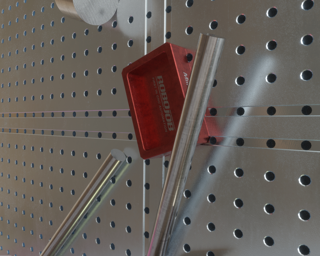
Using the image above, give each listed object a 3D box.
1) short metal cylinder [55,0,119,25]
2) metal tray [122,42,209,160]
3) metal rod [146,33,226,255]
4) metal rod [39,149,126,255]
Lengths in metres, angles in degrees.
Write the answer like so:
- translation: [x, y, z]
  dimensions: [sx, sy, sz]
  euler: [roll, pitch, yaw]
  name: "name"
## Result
- translation: [-0.109, -0.199, 0.460]
  dimensions: [0.050, 0.081, 0.079]
  euler: [28, 107, 36]
  name: "short metal cylinder"
- translation: [0.003, -0.032, 0.401]
  dimensions: [0.090, 0.030, 0.129]
  euler: [-22, 76, 37]
  name: "metal tray"
- translation: [0.022, 0.045, 0.356]
  dimensions: [0.025, 0.025, 0.298]
  euler: [30, 119, 35]
  name: "metal rod"
- translation: [-0.142, 0.147, 0.523]
  dimensions: [0.025, 0.025, 0.298]
  euler: [51, 120, 27]
  name: "metal rod"
